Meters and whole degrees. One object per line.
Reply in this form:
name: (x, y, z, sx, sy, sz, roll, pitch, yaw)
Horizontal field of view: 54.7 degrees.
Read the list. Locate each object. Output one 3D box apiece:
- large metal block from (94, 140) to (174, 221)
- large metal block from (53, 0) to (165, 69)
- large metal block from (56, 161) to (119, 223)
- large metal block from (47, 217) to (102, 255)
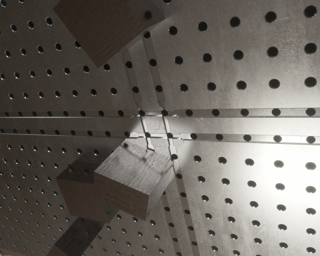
large metal block: (-0.036, 0.071, 0.437, 0.080, 0.080, 0.050, 20, 126, 16)
large metal block: (-0.056, -0.127, 0.345, 0.080, 0.050, 0.080, -28, 103, 37)
large metal block: (-0.115, 0.105, 0.519, 0.080, 0.050, 0.079, 3, 120, 26)
large metal block: (-0.170, 0.227, 0.603, 0.050, 0.080, 0.080, 39, 129, 2)
